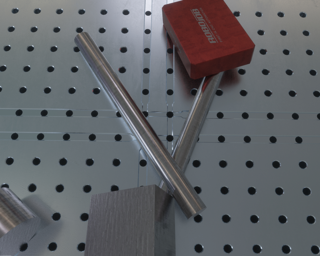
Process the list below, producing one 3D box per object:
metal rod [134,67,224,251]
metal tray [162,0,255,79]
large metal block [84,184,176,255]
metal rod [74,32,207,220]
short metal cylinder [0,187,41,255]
[{"bbox_3d":[0.037,0.013,0.407,0.025,0.025,0.300,21,71,7],"label":"metal rod"},{"bbox_3d":[0.065,-0.136,0.445,0.091,0.030,0.130,-17,58,-6],"label":"metal tray"},{"bbox_3d":[-0.031,0.113,0.334,0.080,0.050,0.080,-14,56,22],"label":"large metal block"},{"bbox_3d":[-0.037,-0.019,0.401,0.025,0.025,0.299,-30,67,-10],"label":"metal rod"},{"bbox_3d":[-0.182,0.113,0.340,0.050,0.080,0.080,39,75,13],"label":"short metal cylinder"}]
